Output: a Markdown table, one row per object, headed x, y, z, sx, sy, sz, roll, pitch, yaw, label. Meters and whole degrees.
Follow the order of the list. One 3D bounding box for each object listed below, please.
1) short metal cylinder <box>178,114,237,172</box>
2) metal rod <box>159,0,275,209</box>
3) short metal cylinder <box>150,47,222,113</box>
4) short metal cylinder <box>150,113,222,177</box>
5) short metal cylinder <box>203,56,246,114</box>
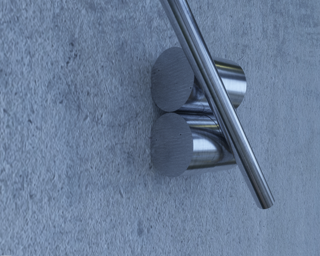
| x | y | z | sx | sy | sz | roll | pitch | yaw | label |
| --- | --- | --- | --- | --- | --- | --- | --- | --- | --- |
| 0.070 | 0.021 | 0.430 | 0.050 | 0.080 | 0.080 | 1 | 90 | -40 | short metal cylinder |
| 0.076 | -0.018 | 0.366 | 0.025 | 0.025 | 0.299 | -44 | 117 | -31 | metal rod |
| 0.032 | -0.059 | 0.398 | 0.050 | 0.080 | 0.080 | 1 | 90 | -40 | short metal cylinder |
| 0.031 | 0.021 | 0.397 | 0.050 | 0.080 | 0.080 | 1 | 90 | -40 | short metal cylinder |
| 0.071 | -0.059 | 0.430 | 0.050 | 0.080 | 0.080 | 1 | 90 | -40 | short metal cylinder |
